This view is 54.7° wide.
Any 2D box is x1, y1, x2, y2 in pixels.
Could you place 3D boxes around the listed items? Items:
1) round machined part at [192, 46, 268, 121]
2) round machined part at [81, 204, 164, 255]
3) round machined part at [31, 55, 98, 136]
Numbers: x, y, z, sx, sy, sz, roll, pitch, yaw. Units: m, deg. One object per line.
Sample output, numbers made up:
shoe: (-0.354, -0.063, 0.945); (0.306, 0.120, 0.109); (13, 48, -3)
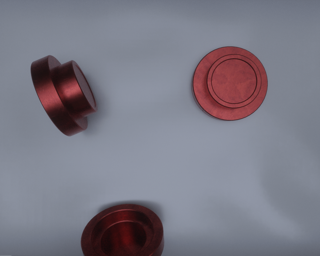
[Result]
round machined part: (0.092, -0.058, 0.403); (0.099, 0.042, 0.097); (0, 90, 0)
round machined part: (-0.044, 0.143, 0.381); (0.099, 0.098, 0.042); (-4, 119, 0)
round machined part: (-0.109, -0.042, 0.374); (0.042, 0.098, 0.098); (-23, 90, 0)
